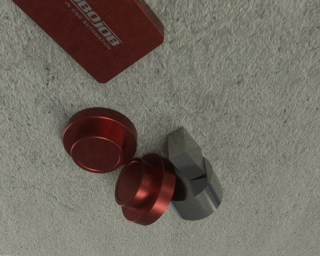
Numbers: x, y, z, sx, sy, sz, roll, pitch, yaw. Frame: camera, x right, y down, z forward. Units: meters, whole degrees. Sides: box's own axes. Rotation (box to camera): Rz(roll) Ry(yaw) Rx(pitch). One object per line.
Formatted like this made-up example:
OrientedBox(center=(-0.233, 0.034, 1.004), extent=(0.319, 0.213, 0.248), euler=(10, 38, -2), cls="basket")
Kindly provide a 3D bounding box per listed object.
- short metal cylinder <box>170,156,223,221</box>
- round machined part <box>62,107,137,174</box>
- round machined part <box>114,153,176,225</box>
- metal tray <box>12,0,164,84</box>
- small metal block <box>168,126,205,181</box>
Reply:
OrientedBox(center=(0.044, 0.084, 0.443), extent=(0.080, 0.080, 0.050), euler=(-19, 128, 15), cls="short metal cylinder")
OrientedBox(center=(-0.081, 0.023, 0.415), extent=(0.099, 0.042, 0.097), euler=(0, 130, 0), cls="round machined part")
OrientedBox(center=(-0.026, 0.079, 0.425), extent=(0.042, 0.098, 0.098), euler=(28, 125, -29), cls="round machined part")
OrientedBox(center=(-0.068, -0.116, 0.305), extent=(0.090, 0.030, 0.130), euler=(-30, 124, 23), cls="metal tray")
OrientedBox(center=(0.035, 0.035, 0.421), extent=(0.025, 0.050, 0.050), euler=(-28, 125, 20), cls="small metal block")
